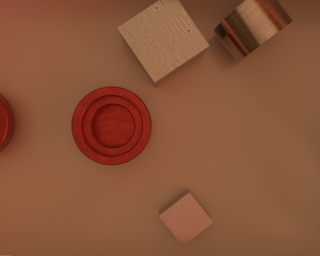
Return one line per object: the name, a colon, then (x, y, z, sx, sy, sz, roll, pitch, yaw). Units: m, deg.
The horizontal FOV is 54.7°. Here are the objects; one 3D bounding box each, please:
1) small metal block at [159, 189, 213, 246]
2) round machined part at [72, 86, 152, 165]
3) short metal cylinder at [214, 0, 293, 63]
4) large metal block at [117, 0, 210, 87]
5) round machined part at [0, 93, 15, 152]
small metal block: (0.034, 0.118, 0.412, 0.050, 0.025, 0.050, -38, 91, 0)
round machined part: (-0.060, -0.003, 0.402, 0.099, 0.042, 0.097, 0, 90, -1)
short metal cylinder: (0.115, -0.126, 0.385, 0.080, 0.080, 0.050, -37, 90, 0)
large metal block: (0.004, -0.110, 0.399, 0.080, 0.050, 0.080, -34, 90, 0)
round machined part: (-0.236, -0.007, 0.400, 0.099, 0.042, 0.097, 0, 90, -1)
